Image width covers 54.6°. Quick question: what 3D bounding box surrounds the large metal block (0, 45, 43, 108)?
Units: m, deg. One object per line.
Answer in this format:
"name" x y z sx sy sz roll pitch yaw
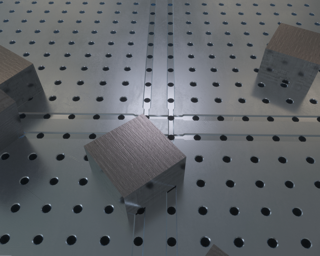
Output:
"large metal block" -0.234 -0.068 0.447 0.080 0.050 0.080 29 56 22

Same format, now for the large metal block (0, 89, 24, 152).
"large metal block" -0.216 -0.001 0.365 0.050 0.080 0.080 39 58 7

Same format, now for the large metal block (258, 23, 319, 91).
"large metal block" 0.212 -0.114 0.488 0.080 0.050 0.080 24 54 19

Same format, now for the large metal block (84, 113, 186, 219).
"large metal block" -0.028 0.041 0.357 0.080 0.050 0.080 -31 57 -23

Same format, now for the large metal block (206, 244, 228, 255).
"large metal block" 0.053 0.161 0.256 0.080 0.050 0.080 33 57 24
